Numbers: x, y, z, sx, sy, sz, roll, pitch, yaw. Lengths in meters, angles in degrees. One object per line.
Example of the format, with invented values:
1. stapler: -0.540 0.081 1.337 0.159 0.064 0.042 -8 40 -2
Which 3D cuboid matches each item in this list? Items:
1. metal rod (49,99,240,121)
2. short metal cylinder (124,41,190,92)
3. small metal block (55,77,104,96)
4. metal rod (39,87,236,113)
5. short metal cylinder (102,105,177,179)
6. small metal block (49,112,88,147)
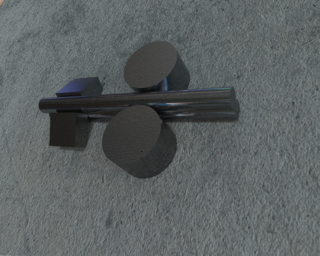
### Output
1. metal rod: -0.040 -0.023 0.441 0.300 0.025 0.025 0 62 28
2. short metal cylinder: -0.004 -0.075 0.437 0.080 0.050 0.080 -13 56 21
3. small metal block: -0.128 -0.058 0.497 0.050 0.025 0.050 0 35 28
4. metal rod: -0.050 -0.035 0.421 0.300 0.025 0.025 0 62 28
5. short metal cylinder: -0.025 0.018 0.391 0.080 0.050 0.080 -13 56 21
6. small metal block: -0.137 0.003 0.463 0.050 0.025 0.050 1 89 28
